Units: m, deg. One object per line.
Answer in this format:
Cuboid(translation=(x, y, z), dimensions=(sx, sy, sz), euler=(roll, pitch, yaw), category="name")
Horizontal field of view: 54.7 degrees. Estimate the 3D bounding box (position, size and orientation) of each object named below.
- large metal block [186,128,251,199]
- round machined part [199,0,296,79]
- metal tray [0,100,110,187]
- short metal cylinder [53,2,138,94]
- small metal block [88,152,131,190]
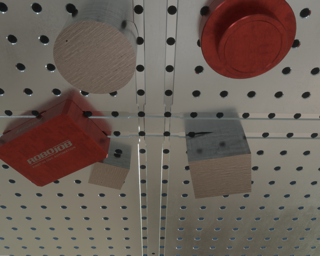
Cuboid(translation=(0.084, 0.052, 0.441), dimensions=(0.080, 0.050, 0.080), euler=(-9, 130, 7), category="large metal block")
Cuboid(translation=(0.092, -0.092, 0.323), dimensions=(0.099, 0.042, 0.097), euler=(-1, 130, 0), category="round machined part")
Cuboid(translation=(-0.147, 0.026, 0.428), dimensions=(0.130, 0.030, 0.090), euler=(-25, 126, 19), category="metal tray")
Cuboid(translation=(-0.064, -0.083, 0.324), dimensions=(0.081, 0.050, 0.079), euler=(0, 130, 0), category="short metal cylinder")
Cuboid(translation=(-0.076, 0.063, 0.464), dimensions=(0.050, 0.025, 0.050), euler=(15, 128, -13), category="small metal block")
